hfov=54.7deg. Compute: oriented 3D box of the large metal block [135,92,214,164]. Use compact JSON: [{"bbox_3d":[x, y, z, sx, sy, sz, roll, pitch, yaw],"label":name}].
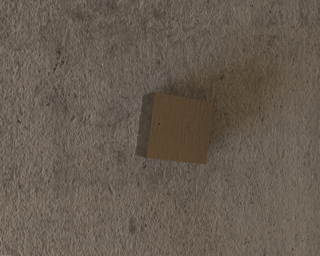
[{"bbox_3d":[0.018,0.001,0.405,0.081,0.050,0.080,8,87,-20],"label":"large metal block"}]
